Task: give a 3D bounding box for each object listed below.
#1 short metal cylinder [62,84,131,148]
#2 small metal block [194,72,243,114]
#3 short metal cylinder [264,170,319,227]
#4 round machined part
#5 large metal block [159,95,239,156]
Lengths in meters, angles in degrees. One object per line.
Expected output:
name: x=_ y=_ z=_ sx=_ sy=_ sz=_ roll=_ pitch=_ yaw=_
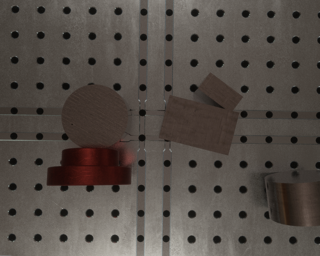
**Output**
short metal cylinder: x=-0.079 y=-0.013 z=0.400 sx=0.081 sy=0.050 sz=0.079 roll=0 pitch=90 yaw=-1
small metal block: x=0.074 y=-0.043 z=0.402 sx=0.050 sy=0.050 sz=0.025 roll=37 pitch=90 yaw=-1
short metal cylinder: x=0.176 y=0.085 z=0.388 sx=0.081 sy=0.080 sz=0.050 roll=-7 pitch=90 yaw=0
round machined part: x=-0.084 y=0.048 z=0.377 sx=0.099 sy=0.098 sz=0.042 roll=-1 pitch=79 yaw=-1
large metal block: x=0.044 y=-0.003 z=0.387 sx=0.080 sy=0.080 sz=0.050 roll=14 pitch=90 yaw=-1
